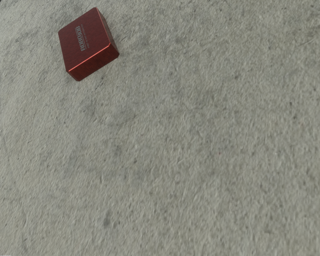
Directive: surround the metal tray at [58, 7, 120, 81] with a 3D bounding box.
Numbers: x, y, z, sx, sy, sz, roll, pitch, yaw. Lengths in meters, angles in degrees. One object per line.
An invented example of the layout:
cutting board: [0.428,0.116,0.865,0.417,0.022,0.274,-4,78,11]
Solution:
metal tray: [-0.133,-0.155,0.563,0.090,0.030,0.130,-30,52,8]
